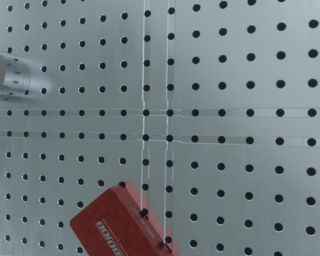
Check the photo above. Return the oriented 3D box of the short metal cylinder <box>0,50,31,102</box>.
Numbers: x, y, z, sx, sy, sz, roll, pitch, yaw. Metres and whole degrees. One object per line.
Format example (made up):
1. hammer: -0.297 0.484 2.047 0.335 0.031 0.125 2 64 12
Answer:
1. short metal cylinder: -0.255 -0.082 0.489 0.080 0.050 0.079 0 90 20

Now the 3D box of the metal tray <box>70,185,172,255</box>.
1. metal tray: -0.055 0.156 0.429 0.090 0.030 0.130 -41 77 15
